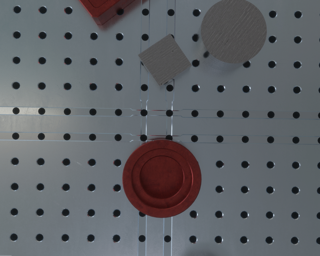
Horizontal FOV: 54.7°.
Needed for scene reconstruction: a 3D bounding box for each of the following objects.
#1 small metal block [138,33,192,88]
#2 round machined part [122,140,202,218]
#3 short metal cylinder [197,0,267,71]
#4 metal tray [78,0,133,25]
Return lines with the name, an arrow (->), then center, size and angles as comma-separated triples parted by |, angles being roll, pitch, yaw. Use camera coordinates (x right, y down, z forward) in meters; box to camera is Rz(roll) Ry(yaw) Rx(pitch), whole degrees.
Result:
small metal block -> 0.006, -0.088, 0.413 | 0.050, 0.025, 0.050 | -34, 90, 0
round machined part -> 0.002, 0.063, 0.405 | 0.099, 0.042, 0.097 | 0, 90, 0
short metal cylinder -> 0.090, -0.118, 0.402 | 0.081, 0.050, 0.079 | 0, 90, 0
metal tray -> -0.060, -0.213, 0.410 | 0.130, 0.030, 0.090 | -38, 90, 0
